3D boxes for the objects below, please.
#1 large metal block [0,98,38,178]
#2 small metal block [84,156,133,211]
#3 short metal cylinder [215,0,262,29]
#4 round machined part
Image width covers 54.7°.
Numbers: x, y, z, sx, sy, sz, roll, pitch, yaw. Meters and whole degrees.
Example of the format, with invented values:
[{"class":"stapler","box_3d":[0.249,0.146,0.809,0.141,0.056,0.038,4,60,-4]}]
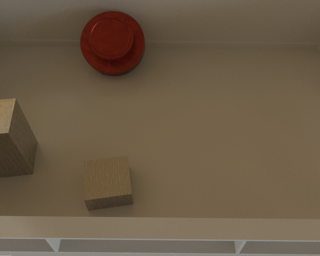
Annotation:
[{"class":"large metal block","box_3d":[-0.196,0.016,0.354,0.081,0.080,0.050,-6,51,-6]},{"class":"small metal block","box_3d":[-0.059,0.062,0.352,0.050,0.025,0.050,-7,50,-6]},{"class":"short metal cylinder","box_3d":[0.149,-0.233,0.589,0.081,0.050,0.080,0,50,0]},{"class":"round machined part","box_3d":[-0.073,-0.132,0.472,0.099,0.042,0.097,0,86,0]}]
